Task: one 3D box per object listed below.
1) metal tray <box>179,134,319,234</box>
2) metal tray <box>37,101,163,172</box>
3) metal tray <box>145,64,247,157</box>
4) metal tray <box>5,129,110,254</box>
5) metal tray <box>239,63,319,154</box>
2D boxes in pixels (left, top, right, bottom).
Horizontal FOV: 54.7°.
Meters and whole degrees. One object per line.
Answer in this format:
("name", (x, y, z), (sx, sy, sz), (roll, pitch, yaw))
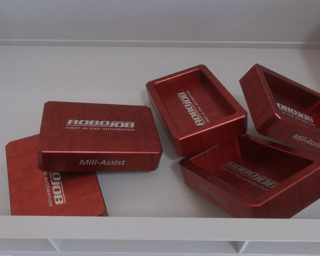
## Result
("metal tray", (0.090, 0.046, 0.318), (0.091, 0.030, 0.130), (-24, 20, -19))
("metal tray", (-0.070, 0.008, 0.365), (0.131, 0.030, 0.090), (2, 39, -16))
("metal tray", (0.042, -0.029, 0.403), (0.091, 0.030, 0.130), (-19, 42, -6))
("metal tray", (-0.118, 0.061, 0.350), (0.091, 0.030, 0.130), (-16, 52, -14))
("metal tray", (0.165, -0.019, 0.379), (0.131, 0.030, 0.090), (17, 45, -25))
